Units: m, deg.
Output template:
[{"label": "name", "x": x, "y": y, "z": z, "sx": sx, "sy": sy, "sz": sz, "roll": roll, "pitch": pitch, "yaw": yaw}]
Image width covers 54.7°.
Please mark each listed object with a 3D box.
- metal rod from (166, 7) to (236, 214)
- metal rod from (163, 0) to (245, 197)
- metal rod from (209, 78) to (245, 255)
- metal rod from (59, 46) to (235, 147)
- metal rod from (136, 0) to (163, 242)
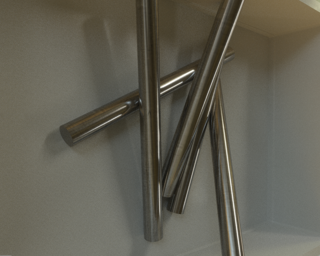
[{"label": "metal rod", "x": 0.060, "y": -0.029, "z": 0.434, "sx": 0.025, "sy": 0.025, "sz": 0.298, "roll": 17, "pitch": 86, "yaw": -39}, {"label": "metal rod", "x": 0.051, "y": -0.049, "z": 0.373, "sx": 0.025, "sy": 0.025, "sz": 0.298, "roll": 4, "pitch": 112, "yaw": -40}, {"label": "metal rod", "x": 0.082, "y": 0.054, "z": 0.400, "sx": 0.025, "sy": 0.025, "sz": 0.299, "roll": 28, "pitch": 48, "yaw": -37}, {"label": "metal rod", "x": 0.006, "y": -0.056, "z": 0.413, "sx": 0.302, "sy": 0.025, "sz": 0.025, "roll": -32, "pitch": 110, "yaw": -36}, {"label": "metal rod", "x": -0.011, "y": -0.004, "z": 0.370, "sx": 0.025, "sy": 0.025, "sz": 0.298, "roll": -12, "pitch": 107, "yaw": -40}]
